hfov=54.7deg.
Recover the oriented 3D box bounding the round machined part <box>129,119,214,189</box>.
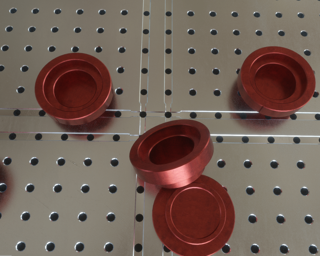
[{"bbox_3d":[0.017,0.034,0.373,0.098,0.042,0.098,-15,31,10],"label":"round machined part"}]

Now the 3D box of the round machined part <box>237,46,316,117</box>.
[{"bbox_3d":[0.155,-0.060,0.426,0.099,0.042,0.098,0,70,-1],"label":"round machined part"}]

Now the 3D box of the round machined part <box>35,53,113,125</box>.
[{"bbox_3d":[-0.112,-0.049,0.419,0.099,0.042,0.098,0,70,-1],"label":"round machined part"}]

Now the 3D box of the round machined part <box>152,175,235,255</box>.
[{"bbox_3d":[0.040,0.101,0.366,0.099,0.042,0.098,0,70,-1],"label":"round machined part"}]
